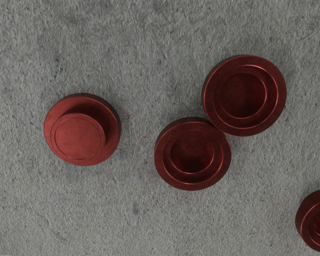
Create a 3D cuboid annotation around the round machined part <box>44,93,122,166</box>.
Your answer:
[{"bbox_3d":[-0.102,0.007,0.402,0.099,0.042,0.097,0,110,0],"label":"round machined part"}]

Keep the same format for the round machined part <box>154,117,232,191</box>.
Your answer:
[{"bbox_3d":[0.042,0.031,0.412,0.099,0.042,0.097,0,110,0],"label":"round machined part"}]

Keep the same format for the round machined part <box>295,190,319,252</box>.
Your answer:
[{"bbox_3d":[0.246,0.129,0.450,0.099,0.042,0.097,0,110,0],"label":"round machined part"}]

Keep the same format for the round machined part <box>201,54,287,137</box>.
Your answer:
[{"bbox_3d":[0.100,-0.041,0.384,0.099,0.042,0.097,-1,107,-2],"label":"round machined part"}]
